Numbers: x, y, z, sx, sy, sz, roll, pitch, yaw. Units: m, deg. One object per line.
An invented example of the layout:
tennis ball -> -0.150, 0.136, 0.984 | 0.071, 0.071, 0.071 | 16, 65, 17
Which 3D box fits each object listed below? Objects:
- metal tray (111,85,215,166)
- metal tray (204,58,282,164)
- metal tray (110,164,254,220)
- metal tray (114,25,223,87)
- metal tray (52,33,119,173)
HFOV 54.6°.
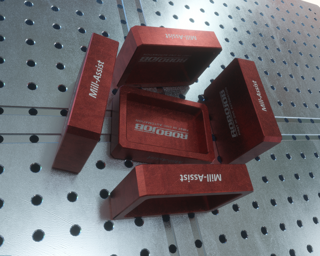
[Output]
metal tray -> 0.004, 0.001, 0.405 | 0.131, 0.030, 0.090 | 11, 57, -23
metal tray -> 0.110, -0.021, 0.438 | 0.030, 0.090, 0.130 | 5, 60, -26
metal tray -> 0.022, 0.069, 0.336 | 0.131, 0.090, 0.030 | 3, 61, -26
metal tray -> 0.009, -0.094, 0.428 | 0.131, 0.090, 0.030 | -7, 65, -31
metal tray -> -0.081, -0.028, 0.339 | 0.030, 0.090, 0.130 | 17, 55, -18
